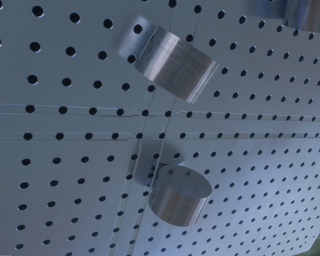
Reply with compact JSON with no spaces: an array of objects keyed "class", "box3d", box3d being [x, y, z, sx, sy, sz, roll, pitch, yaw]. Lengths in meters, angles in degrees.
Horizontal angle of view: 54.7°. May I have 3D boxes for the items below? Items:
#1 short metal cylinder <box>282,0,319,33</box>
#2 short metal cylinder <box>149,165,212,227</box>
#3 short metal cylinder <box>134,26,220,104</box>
[{"class":"short metal cylinder","box3d":[0.202,-0.156,0.392,0.081,0.080,0.050,-14,124,-21]},{"class":"short metal cylinder","box3d":[0.029,0.097,0.453,0.081,0.080,0.050,5,116,-31]},{"class":"short metal cylinder","box3d":[0.018,-0.070,0.344,0.080,0.080,0.050,23,106,-37]}]
